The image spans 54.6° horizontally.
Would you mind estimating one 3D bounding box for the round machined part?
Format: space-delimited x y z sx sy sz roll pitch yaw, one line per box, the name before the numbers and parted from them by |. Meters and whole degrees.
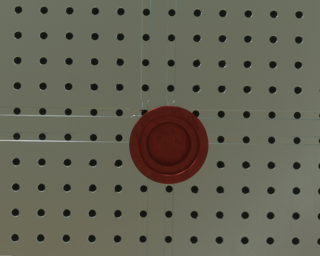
round machined part | 0.011 0.021 0.405 0.099 0.042 0.097 0 90 0
